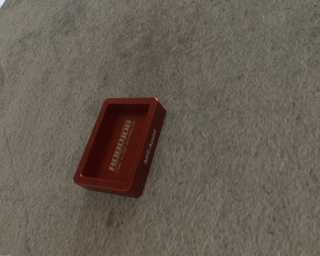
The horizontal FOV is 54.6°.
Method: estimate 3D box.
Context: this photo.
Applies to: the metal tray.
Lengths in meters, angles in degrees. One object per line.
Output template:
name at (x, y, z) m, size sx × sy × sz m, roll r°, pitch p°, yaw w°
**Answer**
metal tray at (-0.052, 0.022, 0.415) m, size 0.090 × 0.030 × 0.130 m, roll 2°, pitch 63°, yaw 29°
